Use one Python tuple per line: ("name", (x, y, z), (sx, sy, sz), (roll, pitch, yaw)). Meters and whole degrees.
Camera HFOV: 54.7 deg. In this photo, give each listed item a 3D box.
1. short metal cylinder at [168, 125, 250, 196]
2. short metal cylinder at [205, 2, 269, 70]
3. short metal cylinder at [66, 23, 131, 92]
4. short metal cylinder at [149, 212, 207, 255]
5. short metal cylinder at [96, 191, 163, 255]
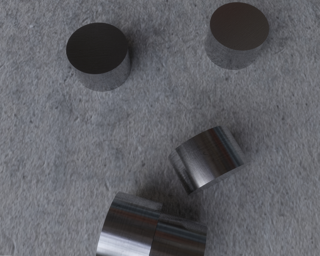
("short metal cylinder", (0.057, 0.039, 0.365), (0.080, 0.080, 0.050), (-25, 72, -9))
("short metal cylinder", (0.108, -0.131, 0.444), (0.081, 0.050, 0.080), (0, 70, 0))
("short metal cylinder", (-0.083, -0.097, 0.429), (0.081, 0.050, 0.080), (0, 70, 0))
("short metal cylinder", (0.015, 0.135, 0.330), (0.050, 0.080, 0.080), (14, 71, 4))
("short metal cylinder", (-0.031, 0.115, 0.337), (0.050, 0.080, 0.080), (14, 71, 5))
